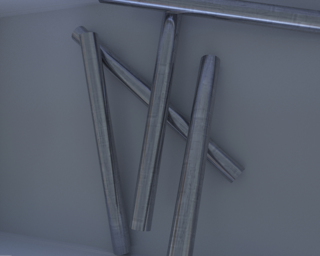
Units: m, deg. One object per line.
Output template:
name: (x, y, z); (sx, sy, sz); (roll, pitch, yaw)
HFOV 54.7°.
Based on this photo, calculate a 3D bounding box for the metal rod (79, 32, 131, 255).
metal rod: (-0.074, 0.023, 0.421); (0.025, 0.025, 0.298); (-7, 93, 20)

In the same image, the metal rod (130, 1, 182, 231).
metal rod: (-0.001, -0.028, 0.383); (0.025, 0.025, 0.299); (6, 82, 20)

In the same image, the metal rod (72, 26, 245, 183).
metal rod: (-0.012, -0.040, 0.414); (0.300, 0.025, 0.025); (43, 103, 15)

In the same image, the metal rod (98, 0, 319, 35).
metal rod: (0.071, -0.140, 0.363); (0.301, 0.025, 0.025); (12, 94, 11)

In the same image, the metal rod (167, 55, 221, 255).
metal rod: (0.035, 0.051, 0.334); (0.025, 0.025, 0.299); (4, 66, 20)
